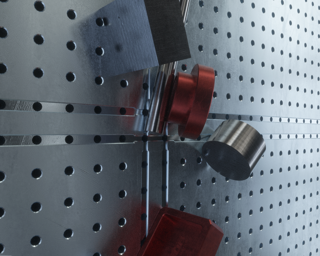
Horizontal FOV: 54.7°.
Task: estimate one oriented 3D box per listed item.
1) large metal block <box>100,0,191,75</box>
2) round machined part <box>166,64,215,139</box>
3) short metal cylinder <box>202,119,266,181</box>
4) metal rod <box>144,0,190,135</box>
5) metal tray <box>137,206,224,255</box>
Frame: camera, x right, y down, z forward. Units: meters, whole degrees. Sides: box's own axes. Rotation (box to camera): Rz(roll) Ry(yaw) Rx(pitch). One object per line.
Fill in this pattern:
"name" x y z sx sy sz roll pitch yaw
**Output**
"large metal block" -0.018 -0.111 0.360 0.050 0.080 0.079 -23 105 -38
"round machined part" 0.036 -0.036 0.406 0.042 0.098 0.098 13 81 -5
"short metal cylinder" 0.111 0.034 0.470 0.050 0.080 0.080 -47 118 -30
"metal rod" 0.021 -0.138 0.428 0.025 0.025 0.299 20 78 -39
"metal tray" 0.012 0.168 0.379 0.030 0.090 0.130 45 63 -31
